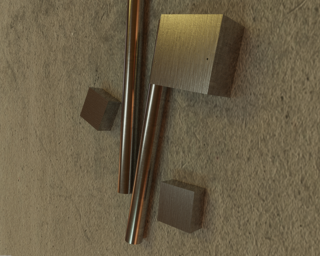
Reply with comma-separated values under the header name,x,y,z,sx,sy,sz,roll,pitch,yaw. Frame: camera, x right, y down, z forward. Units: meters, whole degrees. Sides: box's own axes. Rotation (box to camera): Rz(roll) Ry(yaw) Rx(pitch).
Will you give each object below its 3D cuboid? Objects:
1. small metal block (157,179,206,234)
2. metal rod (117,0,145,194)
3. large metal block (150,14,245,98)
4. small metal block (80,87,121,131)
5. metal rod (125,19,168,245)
name,x,y,z,sx,sy,sz,roll,pitch,yaw
small metal block,0.026,0.095,0.382,0.050,0.025,0.050,9,96,39
metal rod,-0.040,-0.058,0.435,0.025,0.025,0.298,6,94,39
large metal block,0.041,-0.082,0.354,0.080,0.050,0.079,17,101,38
small metal block,-0.093,-0.029,0.479,0.050,0.025,0.050,35,112,34
metal rod,-0.013,0.011,0.413,0.025,0.025,0.298,15,100,38
